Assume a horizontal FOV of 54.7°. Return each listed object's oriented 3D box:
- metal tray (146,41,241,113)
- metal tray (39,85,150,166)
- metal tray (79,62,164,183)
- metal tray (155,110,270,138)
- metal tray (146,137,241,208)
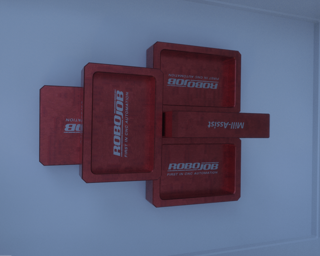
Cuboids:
[{"bbox_3d":[0.048,-0.064,0.425,0.131,0.030,0.089,1,90,-21],"label":"metal tray"},{"bbox_3d":[-0.076,-0.003,0.377,0.131,0.030,0.089,0,90,-21],"label":"metal tray"},{"bbox_3d":[-0.044,-0.005,0.358,0.091,0.030,0.129,1,90,-21],"label":"metal tray"},{"bbox_3d":[0.061,-0.004,0.397,0.131,0.090,0.030,1,90,-20],"label":"metal tray"},{"bbox_3d":[0.048,0.056,0.425,0.131,0.030,0.089,1,90,-21],"label":"metal tray"}]
